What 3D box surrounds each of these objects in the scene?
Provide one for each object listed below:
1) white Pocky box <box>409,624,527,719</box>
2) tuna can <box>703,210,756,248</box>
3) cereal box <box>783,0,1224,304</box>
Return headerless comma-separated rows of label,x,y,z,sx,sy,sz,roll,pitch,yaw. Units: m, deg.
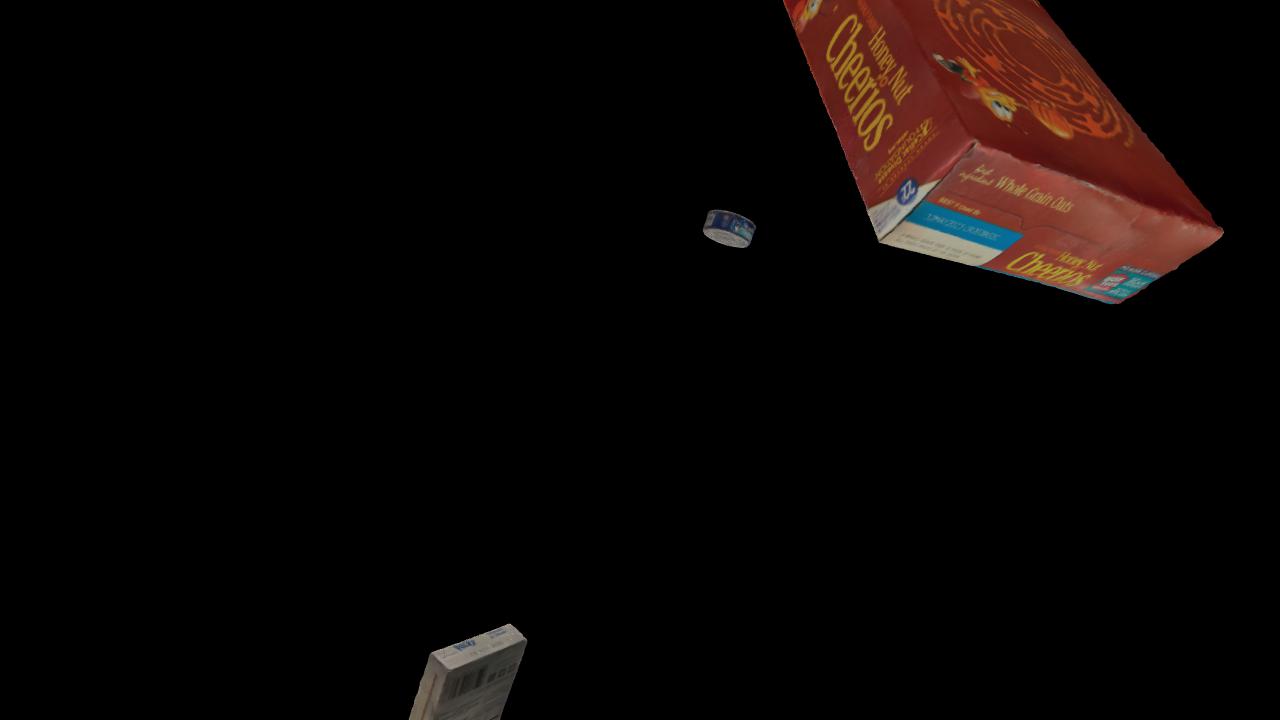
white Pocky box,-0.150,0.297,0.499,0.028,0.154,0.084,25,10,33
tuna can,0.148,-0.218,1.025,0.084,0.034,0.084,19,-3,1
cereal box,0.216,-0.191,0.417,0.203,0.306,0.081,7,-34,-22
